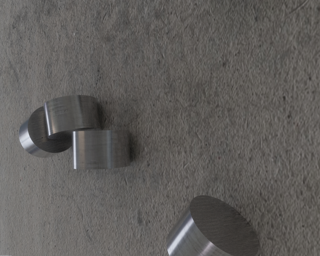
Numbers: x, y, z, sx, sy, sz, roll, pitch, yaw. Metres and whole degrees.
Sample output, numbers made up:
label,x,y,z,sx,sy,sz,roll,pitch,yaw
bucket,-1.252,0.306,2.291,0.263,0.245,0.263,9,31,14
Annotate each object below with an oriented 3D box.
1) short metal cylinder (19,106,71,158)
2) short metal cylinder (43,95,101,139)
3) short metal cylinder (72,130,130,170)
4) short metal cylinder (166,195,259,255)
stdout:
label,x,y,z,sx,sy,sz,roll,pitch,yaw
short metal cylinder,-0.187,0.007,0.518,0.050,0.081,0.080,-21,77,49
short metal cylinder,-0.135,-0.015,0.481,0.080,0.081,0.050,-18,79,38
short metal cylinder,-0.083,0.029,0.438,0.080,0.081,0.050,-3,88,40
short metal cylinder,0.054,0.117,0.325,0.080,0.081,0.050,44,117,31
